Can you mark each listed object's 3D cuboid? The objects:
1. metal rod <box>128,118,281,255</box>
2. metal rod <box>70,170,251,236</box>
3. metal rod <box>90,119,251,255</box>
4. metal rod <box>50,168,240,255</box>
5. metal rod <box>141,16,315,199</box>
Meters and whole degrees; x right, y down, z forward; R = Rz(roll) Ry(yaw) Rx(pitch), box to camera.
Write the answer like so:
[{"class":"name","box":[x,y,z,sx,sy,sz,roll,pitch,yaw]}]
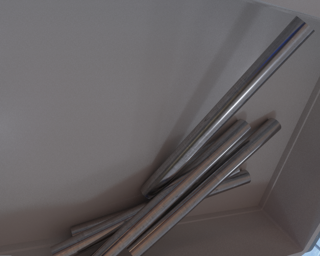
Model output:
[{"class":"metal rod","box":[0.075,0.081,0.462,0.301,0.025,0.025,-38,130,-18]},{"class":"metal rod","box":[0.014,0.119,0.489,0.302,0.025,0.025,-14,124,-21]},{"class":"metal rod","box":[0.020,0.088,0.435,0.301,0.025,0.025,-40,130,-16]},{"class":"metal rod","box":[-0.006,0.115,0.455,0.302,0.025,0.025,-21,127,-23]},{"class":"metal rod","box":[0.067,-0.007,0.391,0.025,0.025,0.298,18,124,-36]}]
